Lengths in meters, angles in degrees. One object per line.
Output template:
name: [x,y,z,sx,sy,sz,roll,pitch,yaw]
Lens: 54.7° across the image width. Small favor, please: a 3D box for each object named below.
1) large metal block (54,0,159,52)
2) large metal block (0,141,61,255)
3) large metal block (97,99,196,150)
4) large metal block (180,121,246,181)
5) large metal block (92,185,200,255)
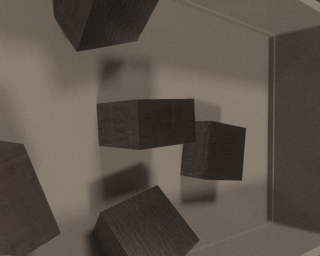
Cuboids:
large metal block: [-0.053,-0.130,0.318,0.081,0.080,0.050,-23,74,-38]
large metal block: [-0.136,0.058,0.258,0.050,0.080,0.080,-27,108,-37]
large metal block: [-0.016,-0.006,0.359,0.081,0.080,0.050,-5,94,-40]
large metal block: [0.080,0.034,0.460,0.081,0.050,0.080,9,84,-40]
large metal block: [-0.018,0.123,0.350,0.081,0.080,0.050,-18,147,-39]
